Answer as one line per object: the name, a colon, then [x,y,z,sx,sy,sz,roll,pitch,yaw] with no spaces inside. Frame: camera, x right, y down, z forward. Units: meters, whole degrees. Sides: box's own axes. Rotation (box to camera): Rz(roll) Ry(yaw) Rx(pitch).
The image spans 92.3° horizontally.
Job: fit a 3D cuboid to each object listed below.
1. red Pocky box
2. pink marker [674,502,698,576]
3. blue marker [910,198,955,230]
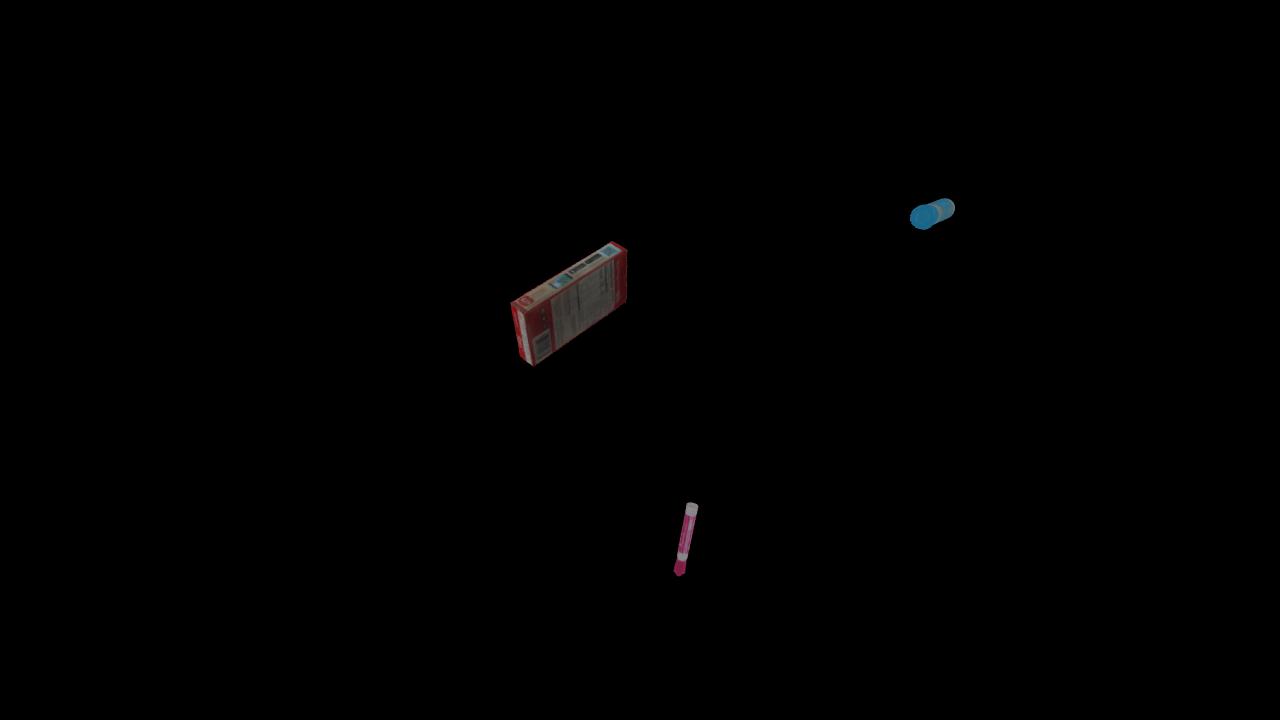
red Pocky box: [-0.076,-0.065,0.697,0.028,0.083,0.155,33,54,28]
pink marker: [0.071,0.282,0.963,0.020,0.121,0.020,9,11,-2]
blue marker: [0.244,-0.122,0.511,0.020,0.020,0.121,0,15,34]
